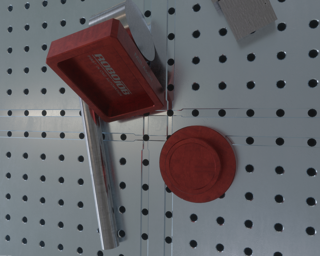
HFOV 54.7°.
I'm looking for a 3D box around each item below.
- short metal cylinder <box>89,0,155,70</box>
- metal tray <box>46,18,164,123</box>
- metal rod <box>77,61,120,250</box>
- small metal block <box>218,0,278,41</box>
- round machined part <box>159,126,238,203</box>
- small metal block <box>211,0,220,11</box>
[{"bbox_3d":[-0.047,-0.117,0.400,0.050,0.080,0.080,-17,85,19],"label":"short metal cylinder"},{"bbox_3d":[-0.060,-0.062,0.380,0.090,0.130,0.030,-14,53,19],"label":"metal tray"},{"bbox_3d":[-0.094,0.020,0.445,0.025,0.025,0.298,-11,86,19],"label":"metal rod"},{"bbox_3d":[0.104,-0.139,0.369,0.050,0.025,0.050,-25,99,18],"label":"small metal block"},{"bbox_3d":[0.045,0.046,0.388,0.098,0.042,0.097,0,90,20],"label":"round machined part"},{"bbox_3d":[0.079,-0.185,0.385,0.050,0.025,0.050,-28,81,17],"label":"small metal block"}]
